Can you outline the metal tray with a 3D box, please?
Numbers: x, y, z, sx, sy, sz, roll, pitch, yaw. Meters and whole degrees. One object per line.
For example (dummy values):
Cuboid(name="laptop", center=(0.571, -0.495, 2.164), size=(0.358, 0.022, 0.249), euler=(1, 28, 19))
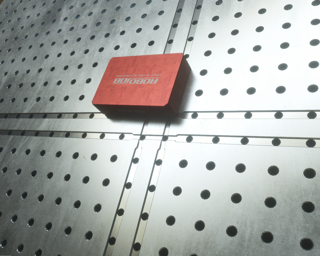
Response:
Cuboid(name="metal tray", center=(-0.029, -0.064, 0.458), size=(0.130, 0.030, 0.090), euler=(4, 63, 29))
